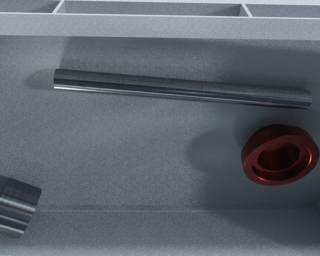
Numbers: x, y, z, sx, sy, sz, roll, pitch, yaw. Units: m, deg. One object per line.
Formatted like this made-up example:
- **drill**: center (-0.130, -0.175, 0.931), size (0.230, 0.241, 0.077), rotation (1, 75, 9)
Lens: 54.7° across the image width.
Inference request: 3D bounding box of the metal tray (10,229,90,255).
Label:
- **metal tray**: center (-0.221, 0.256, 0.623), size (0.130, 0.030, 0.090), rotation (33, 123, -25)

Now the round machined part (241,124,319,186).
- **round machined part**: center (0.162, 0.033, 0.429), size (0.099, 0.042, 0.097), rotation (-1, 130, 0)

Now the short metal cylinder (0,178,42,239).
- **short metal cylinder**: center (-0.224, 0.123, 0.474), size (0.050, 0.080, 0.080), rotation (27, 125, -21)

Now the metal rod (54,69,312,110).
- **metal rod**: center (0.030, -0.046, 0.370), size (0.302, 0.025, 0.025), rotation (4, 130, -4)
